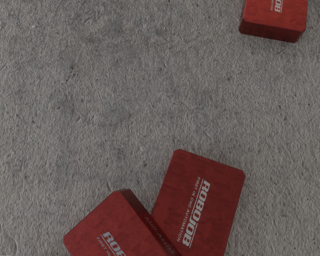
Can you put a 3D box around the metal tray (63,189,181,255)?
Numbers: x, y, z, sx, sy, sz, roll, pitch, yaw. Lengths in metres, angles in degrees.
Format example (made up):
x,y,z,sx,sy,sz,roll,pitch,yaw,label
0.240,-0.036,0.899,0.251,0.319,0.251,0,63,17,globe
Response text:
x,y,z,sx,sy,sz,roll,pitch,yaw,label
-0.033,0.143,0.335,0.090,0.030,0.130,-43,75,9,metal tray

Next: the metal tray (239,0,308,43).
x,y,z,sx,sy,sz,roll,pitch,yaw,label
0.178,-0.200,0.480,0.090,0.030,0.130,12,70,4,metal tray

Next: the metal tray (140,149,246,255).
x,y,z,sx,sy,sz,roll,pitch,yaw,label
0.039,0.100,0.369,0.090,0.030,0.130,19,71,7,metal tray
